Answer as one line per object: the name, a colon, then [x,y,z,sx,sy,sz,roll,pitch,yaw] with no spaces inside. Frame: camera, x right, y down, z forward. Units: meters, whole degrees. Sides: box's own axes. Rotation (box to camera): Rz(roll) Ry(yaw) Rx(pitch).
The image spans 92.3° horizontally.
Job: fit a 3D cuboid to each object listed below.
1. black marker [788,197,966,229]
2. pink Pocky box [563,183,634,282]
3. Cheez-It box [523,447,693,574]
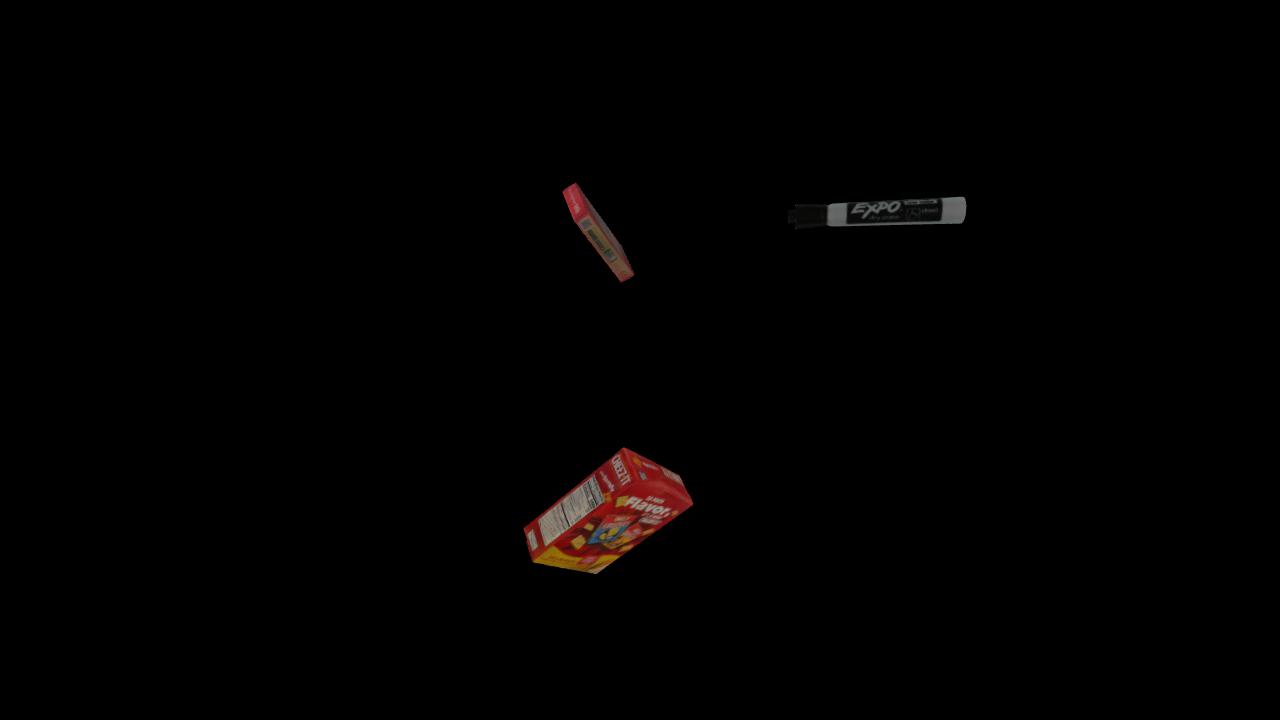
black marker: [0.170,-0.107,0.450,0.121,0.020,0.020,1,0,14]
pink Pocky box: [-0.064,-0.199,0.973,0.029,0.084,0.155,-30,-41,9]
Cheez-It box: [-0.049,0.249,0.985,0.223,0.071,0.166,-40,-40,14]
